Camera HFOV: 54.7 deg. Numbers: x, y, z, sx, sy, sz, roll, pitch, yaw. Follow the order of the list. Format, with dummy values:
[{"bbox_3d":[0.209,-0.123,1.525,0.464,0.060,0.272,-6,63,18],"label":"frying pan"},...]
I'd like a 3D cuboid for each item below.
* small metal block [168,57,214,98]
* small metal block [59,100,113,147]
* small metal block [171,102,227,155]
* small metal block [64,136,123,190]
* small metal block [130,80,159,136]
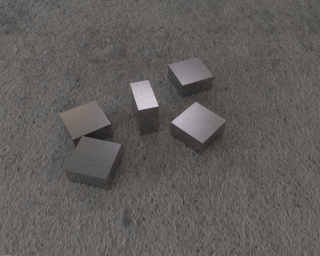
[{"bbox_3d":[0.045,-0.077,0.468,0.050,0.025,0.050,-18,52,-15],"label":"small metal block"},{"bbox_3d":[-0.096,-0.004,0.406,0.050,0.025,0.050,-24,54,-19],"label":"small metal block"},{"bbox_3d":[0.050,0.000,0.404,0.050,0.025,0.050,35,58,26],"label":"small metal block"},{"bbox_3d":[-0.077,0.041,0.368,0.050,0.025,0.050,11,51,9],"label":"small metal block"},{"bbox_3d":[-0.020,-0.026,0.409,0.025,0.050,0.050,-12,51,-10],"label":"small metal block"}]
